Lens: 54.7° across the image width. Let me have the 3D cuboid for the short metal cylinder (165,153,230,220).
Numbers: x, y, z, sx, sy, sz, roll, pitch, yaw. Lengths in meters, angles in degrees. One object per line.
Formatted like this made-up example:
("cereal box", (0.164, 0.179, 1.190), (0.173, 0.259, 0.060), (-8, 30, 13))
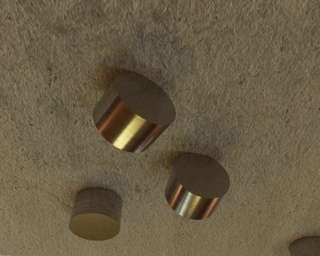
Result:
("short metal cylinder", (0.052, 0.082, 0.441), (0.081, 0.080, 0.050), (11, 129, -9))

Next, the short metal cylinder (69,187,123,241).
("short metal cylinder", (-0.104, 0.142, 0.511), (0.081, 0.050, 0.079), (0, 130, 0))

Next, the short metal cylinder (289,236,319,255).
("short metal cylinder", (0.304, 0.257, 0.612), (0.081, 0.050, 0.079), (0, 130, 0))

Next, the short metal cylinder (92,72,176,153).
("short metal cylinder", (-0.029, -0.018, 0.355), (0.080, 0.080, 0.050), (28, 125, -22))
